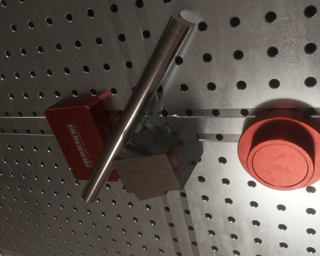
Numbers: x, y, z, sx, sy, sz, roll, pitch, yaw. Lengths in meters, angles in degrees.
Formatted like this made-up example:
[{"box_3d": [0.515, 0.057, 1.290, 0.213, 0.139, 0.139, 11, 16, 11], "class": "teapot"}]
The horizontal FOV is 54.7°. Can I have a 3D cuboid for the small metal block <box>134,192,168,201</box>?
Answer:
[{"box_3d": [-0.007, 0.074, 0.443, 0.050, 0.050, 0.025, -23, 106, 36], "class": "small metal block"}]

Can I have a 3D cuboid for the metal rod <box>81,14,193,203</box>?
[{"box_3d": [-0.043, -0.004, 0.404, 0.025, 0.025, 0.298, 34, 121, 5], "class": "metal rod"}]

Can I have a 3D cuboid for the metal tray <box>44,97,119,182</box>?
[{"box_3d": [-0.113, 0.021, 0.478, 0.090, 0.030, 0.129, -3, 117, 29], "class": "metal tray"}]

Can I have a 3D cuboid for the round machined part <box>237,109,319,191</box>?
[{"box_3d": [0.136, 0.031, 0.348, 0.098, 0.042, 0.097, 13, 124, 20], "class": "round machined part"}]

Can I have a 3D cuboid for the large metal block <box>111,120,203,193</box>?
[{"box_3d": [-0.001, 0.037, 0.398, 0.080, 0.080, 0.050, -10, 113, 32], "class": "large metal block"}]
